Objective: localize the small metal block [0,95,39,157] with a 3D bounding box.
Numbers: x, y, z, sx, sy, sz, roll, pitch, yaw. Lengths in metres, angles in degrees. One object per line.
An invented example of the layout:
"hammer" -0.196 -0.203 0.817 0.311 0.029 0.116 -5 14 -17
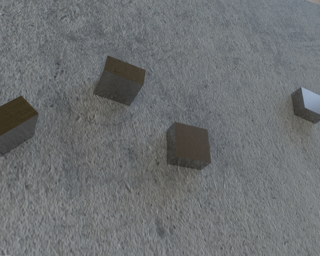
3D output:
"small metal block" -0.152 0.002 0.305 0.025 0.050 0.050 46 51 3

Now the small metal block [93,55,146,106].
"small metal block" -0.052 -0.059 0.395 0.050 0.050 0.025 18 55 -18

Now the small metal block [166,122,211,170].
"small metal block" 0.037 0.024 0.409 0.050 0.025 0.050 13 56 -21

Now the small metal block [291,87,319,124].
"small metal block" 0.277 -0.042 0.578 0.050 0.025 0.050 20 54 -17
